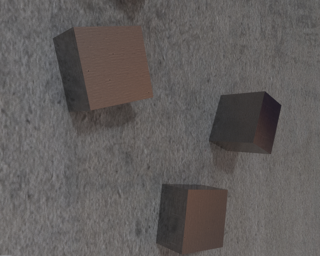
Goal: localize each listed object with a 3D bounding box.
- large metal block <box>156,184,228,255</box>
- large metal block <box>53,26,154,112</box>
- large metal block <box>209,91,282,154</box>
[{"bbox_3d":[0.046,0.122,0.429,0.081,0.050,0.080,10,84,-40],"label":"large metal block"},{"bbox_3d":[-0.060,-0.065,0.339,0.081,0.050,0.079,-17,101,-39],"label":"large metal block"},{"bbox_3d":[0.132,-0.007,0.483,0.050,0.080,0.080,28,73,-37],"label":"large metal block"}]
